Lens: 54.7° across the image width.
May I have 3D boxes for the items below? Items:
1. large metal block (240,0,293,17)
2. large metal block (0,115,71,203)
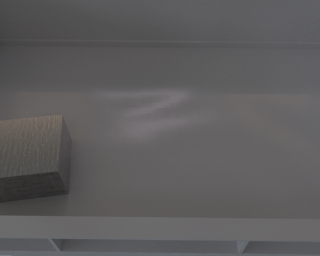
[{"bbox_3d":[0.209,-0.268,0.618,0.081,0.050,0.080,-4,50,-4],"label":"large metal block"},{"bbox_3d":[-0.150,0.034,0.359,0.081,0.050,0.080,-6,50,-5],"label":"large metal block"}]
